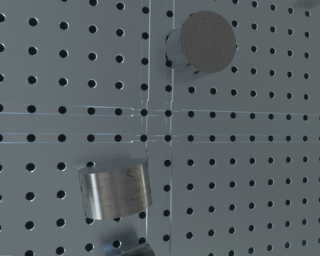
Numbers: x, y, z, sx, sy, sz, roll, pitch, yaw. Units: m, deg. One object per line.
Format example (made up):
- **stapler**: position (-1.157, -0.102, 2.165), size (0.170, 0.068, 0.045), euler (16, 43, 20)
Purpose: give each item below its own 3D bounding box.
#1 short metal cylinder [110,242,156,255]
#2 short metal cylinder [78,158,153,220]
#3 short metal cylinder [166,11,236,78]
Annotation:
- **short metal cylinder**: position (-0.028, 0.187, 0.373), size (0.050, 0.080, 0.080), euler (-15, 95, -19)
- **short metal cylinder**: position (-0.052, 0.068, 0.364), size (0.081, 0.080, 0.050), euler (-9, 93, -20)
- **short metal cylinder**: position (0.054, -0.110, 0.419), size (0.081, 0.050, 0.079), euler (0, 90, -20)
